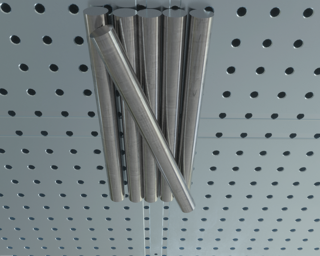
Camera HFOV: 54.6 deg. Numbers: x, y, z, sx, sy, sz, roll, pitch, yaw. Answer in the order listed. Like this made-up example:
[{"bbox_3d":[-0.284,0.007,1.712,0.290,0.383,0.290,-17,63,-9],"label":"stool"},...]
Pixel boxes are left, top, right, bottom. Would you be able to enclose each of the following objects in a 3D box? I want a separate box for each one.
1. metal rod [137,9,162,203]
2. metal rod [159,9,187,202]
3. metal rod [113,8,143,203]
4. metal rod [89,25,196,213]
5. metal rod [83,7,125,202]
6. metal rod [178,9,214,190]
[{"bbox_3d":[-0.013,-0.002,0.408,0.025,0.025,0.298,0,130,-1],"label":"metal rod"},{"bbox_3d":[0.013,-0.003,0.410,0.025,0.025,0.298,0,130,-1],"label":"metal rod"},{"bbox_3d":[-0.037,-0.002,0.408,0.025,0.025,0.298,0,130,-1],"label":"metal rod"},{"bbox_3d":[-0.007,0.014,0.390,0.025,0.025,0.299,-15,129,12],"label":"metal rod"},{"bbox_3d":[-0.066,-0.004,0.407,0.025,0.025,0.298,1,130,-1],"label":"metal rod"},{"bbox_3d":[0.039,-0.002,0.410,0.025,0.025,0.298,1,130,-1],"label":"metal rod"}]
